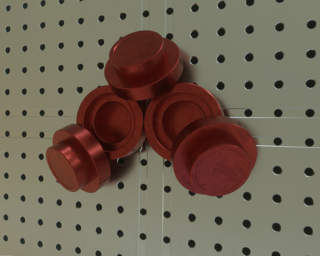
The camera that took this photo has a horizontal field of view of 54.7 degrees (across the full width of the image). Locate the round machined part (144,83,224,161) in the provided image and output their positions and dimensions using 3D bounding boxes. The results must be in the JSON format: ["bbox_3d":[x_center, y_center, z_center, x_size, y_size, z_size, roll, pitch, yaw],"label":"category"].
[{"bbox_3d":[0.033,-0.006,0.391,0.098,0.042,0.097,0,90,19],"label":"round machined part"}]

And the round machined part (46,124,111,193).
[{"bbox_3d":[-0.116,0.047,0.418,0.098,0.042,0.097,24,130,32],"label":"round machined part"}]

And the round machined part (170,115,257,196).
[{"bbox_3d":[0.064,0.038,0.352,0.099,0.042,0.097,-4,117,-7],"label":"round machined part"}]

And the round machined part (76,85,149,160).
[{"bbox_3d":[-0.060,-0.007,0.423,0.098,0.042,0.097,0,90,19],"label":"round machined part"}]

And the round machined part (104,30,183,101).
[{"bbox_3d":[-0.024,-0.084,0.384,0.098,0.042,0.098,-9,49,12],"label":"round machined part"}]
